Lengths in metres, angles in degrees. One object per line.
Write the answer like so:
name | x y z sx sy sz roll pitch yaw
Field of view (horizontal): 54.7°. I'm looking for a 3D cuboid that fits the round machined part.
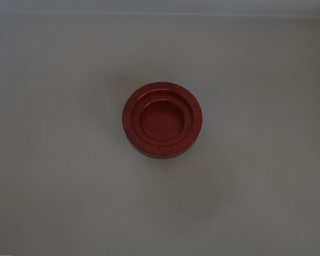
round machined part | 0.003 -0.007 0.399 0.099 0.042 0.098 0 70 -1
